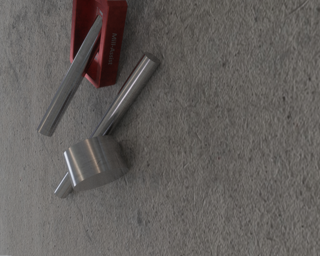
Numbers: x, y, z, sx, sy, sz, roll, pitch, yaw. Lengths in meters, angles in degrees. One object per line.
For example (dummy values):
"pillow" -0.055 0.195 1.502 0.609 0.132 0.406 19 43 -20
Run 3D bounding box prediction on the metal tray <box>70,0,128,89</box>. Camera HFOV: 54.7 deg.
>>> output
"metal tray" -0.094 -0.135 0.453 0.090 0.030 0.129 43 134 31

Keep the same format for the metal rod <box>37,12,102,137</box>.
"metal rod" -0.103 -0.118 0.456 0.025 0.025 0.299 39 103 33

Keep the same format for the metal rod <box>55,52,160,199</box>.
"metal rod" -0.092 0.010 0.481 0.298 0.025 0.025 -52 60 27

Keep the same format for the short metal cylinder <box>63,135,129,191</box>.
"short metal cylinder" -0.092 0.051 0.445 0.080 0.081 0.050 -36 68 34
